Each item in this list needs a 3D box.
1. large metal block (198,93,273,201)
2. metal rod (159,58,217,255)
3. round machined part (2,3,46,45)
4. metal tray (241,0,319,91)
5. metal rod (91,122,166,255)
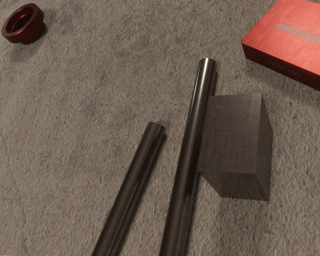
[{"bbox_3d":[0.081,0.021,0.313,0.050,0.080,0.080,-1,61,27],"label":"large metal block"},{"bbox_3d":[0.033,0.045,0.358,0.025,0.025,0.300,0,61,28],"label":"metal rod"},{"bbox_3d":[-0.293,-0.223,0.680,0.098,0.042,0.098,-13,56,20],"label":"round machined part"},{"bbox_3d":[0.177,-0.103,0.371,0.090,0.030,0.130,-47,52,-5],"label":"metal tray"},{"bbox_3d":[-0.058,0.128,0.353,0.025,0.025,0.300,9,66,32],"label":"metal rod"}]
